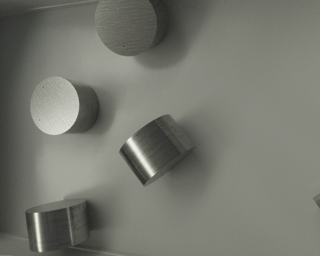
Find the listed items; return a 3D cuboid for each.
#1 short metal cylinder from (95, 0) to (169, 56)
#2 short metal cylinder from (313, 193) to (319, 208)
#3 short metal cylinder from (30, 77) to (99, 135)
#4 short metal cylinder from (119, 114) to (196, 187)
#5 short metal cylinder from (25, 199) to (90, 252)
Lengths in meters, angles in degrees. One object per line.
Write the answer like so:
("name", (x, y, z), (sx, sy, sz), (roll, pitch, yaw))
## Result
("short metal cylinder", (-0.035, -0.136, 0.395), (0.080, 0.050, 0.079), (7, 116, 15))
("short metal cylinder", (0.203, 0.088, 0.309), (0.050, 0.080, 0.080), (-43, 77, 15))
("short metal cylinder", (-0.136, -0.030, 0.445), (0.080, 0.050, 0.080), (0, 90, 20))
("short metal cylinder", (-0.003, 0.028, 0.382), (0.080, 0.080, 0.050), (-42, 77, 15))
("short metal cylinder", (-0.141, 0.132, 0.431), (0.080, 0.080, 0.050), (-9, 87, 20))
